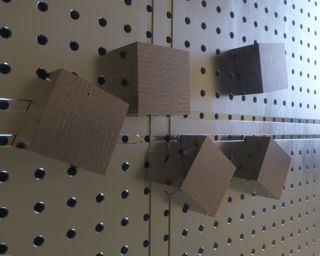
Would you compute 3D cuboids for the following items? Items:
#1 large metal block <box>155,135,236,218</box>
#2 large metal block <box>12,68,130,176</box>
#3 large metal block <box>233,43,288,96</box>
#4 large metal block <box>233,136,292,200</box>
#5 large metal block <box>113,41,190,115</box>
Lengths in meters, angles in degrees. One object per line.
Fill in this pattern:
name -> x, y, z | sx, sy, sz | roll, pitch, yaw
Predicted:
large metal block -> 0.052, 0.066, 0.436 | 0.080, 0.050, 0.080 | 45, 63, -31
large metal block -> -0.089, -0.004, 0.318 | 0.080, 0.050, 0.080 | 28, 73, -37
large metal block -> 0.175, -0.102, 0.538 | 0.081, 0.050, 0.080 | -13, 99, -39
large metal block -> 0.179, 0.069, 0.541 | 0.080, 0.050, 0.080 | 38, 67, -33
large metal block -> -0.009, -0.056, 0.384 | 0.081, 0.050, 0.080 | -1, 91, -40
